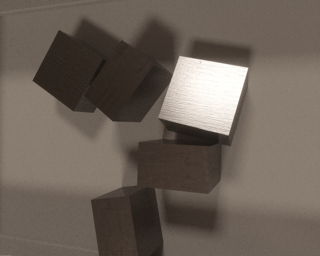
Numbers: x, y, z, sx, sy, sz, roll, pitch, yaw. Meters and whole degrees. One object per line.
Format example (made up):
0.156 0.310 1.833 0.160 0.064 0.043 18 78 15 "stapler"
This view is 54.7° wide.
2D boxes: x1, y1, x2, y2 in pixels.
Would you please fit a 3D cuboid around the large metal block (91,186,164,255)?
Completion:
-0.039 0.120 0.394 0.050 0.080 0.080 -10 87 19 "large metal block"

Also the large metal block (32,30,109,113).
-0.117 -0.077 0.437 0.080 0.050 0.080 35 101 16 "large metal block"

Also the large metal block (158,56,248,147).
0.054 -0.031 0.366 0.080 0.050 0.080 15 77 19 "large metal block"

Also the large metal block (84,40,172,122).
-0.035 -0.054 0.393 0.050 0.080 0.080 41 103 15 "large metal block"

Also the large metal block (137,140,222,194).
0.027 0.042 0.371 0.080 0.080 0.050 2 91 19 "large metal block"
